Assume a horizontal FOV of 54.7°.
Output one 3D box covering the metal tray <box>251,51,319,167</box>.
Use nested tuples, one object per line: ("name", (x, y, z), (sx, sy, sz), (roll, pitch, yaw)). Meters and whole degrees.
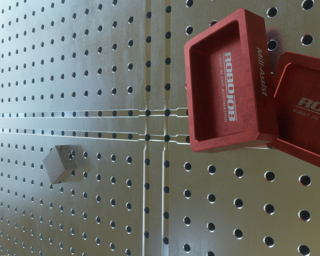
("metal tray", (0.158, -0.009, 0.274), (0.130, 0.030, 0.089), (27, 106, 36))

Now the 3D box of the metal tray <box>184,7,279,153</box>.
("metal tray", (0.068, -0.044, 0.322), (0.090, 0.030, 0.129), (-19, 69, 52))

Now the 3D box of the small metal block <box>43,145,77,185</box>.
("small metal block", (-0.180, 0.065, 0.554), (0.050, 0.025, 0.050), (-44, 64, 31))
